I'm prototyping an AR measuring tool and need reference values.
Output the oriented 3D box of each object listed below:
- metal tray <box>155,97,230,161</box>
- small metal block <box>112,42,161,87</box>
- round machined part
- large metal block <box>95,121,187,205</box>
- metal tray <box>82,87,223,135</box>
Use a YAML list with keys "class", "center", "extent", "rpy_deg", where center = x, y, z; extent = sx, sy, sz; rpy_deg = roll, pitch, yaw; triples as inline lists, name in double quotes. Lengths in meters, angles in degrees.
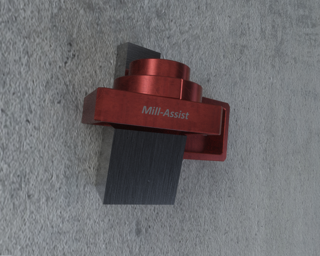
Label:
- class: "metal tray"
  center: [0.046, 0.000, 0.444]
  extent: [0.131, 0.030, 0.089]
  rpy_deg: [8, 85, -40]
- class: "small metal block"
  center: [-0.028, -0.073, 0.385]
  extent: [0.050, 0.025, 0.050]
  rpy_deg: [8, 85, -40]
- class: "round machined part"
  center: [-0.002, -0.048, 0.345]
  extent: [0.099, 0.098, 0.042]
  rpy_deg: [8, 85, -40]
- class: "large metal block"
  center: [-0.023, 0.038, 0.348]
  extent: [0.081, 0.050, 0.079]
  rpy_deg: [6, 99, -22]
- class: "metal tray"
  center: [-0.011, -0.014, 0.334]
  extent: [0.131, 0.090, 0.030]
  rpy_deg: [7, 86, -22]
